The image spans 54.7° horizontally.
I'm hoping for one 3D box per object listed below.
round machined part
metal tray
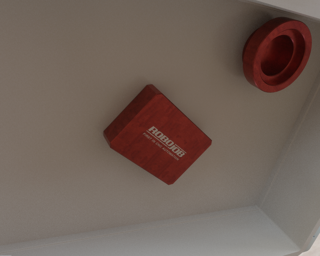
[{"bbox_3d":[0.152,-0.101,0.421,0.099,0.042,0.097,-14,125,-21],"label":"round machined part"},{"bbox_3d":[0.001,0.014,0.417,0.090,0.030,0.130,-47,130,4],"label":"metal tray"}]
